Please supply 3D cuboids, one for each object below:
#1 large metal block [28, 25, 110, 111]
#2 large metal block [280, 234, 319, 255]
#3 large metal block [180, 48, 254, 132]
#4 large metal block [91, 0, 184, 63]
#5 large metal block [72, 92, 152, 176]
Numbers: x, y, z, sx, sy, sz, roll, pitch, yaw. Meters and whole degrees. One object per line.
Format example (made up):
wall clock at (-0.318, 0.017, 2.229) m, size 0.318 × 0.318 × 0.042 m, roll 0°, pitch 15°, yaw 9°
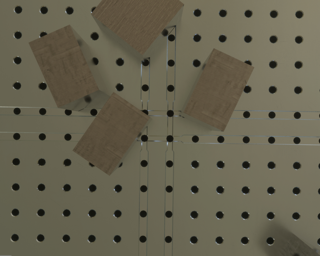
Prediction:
large metal block at (-0.107, -0.069, 0.385) m, size 0.050 × 0.080 × 0.080 m, roll -24°, pitch 90°, yaw 0°
large metal block at (0.205, 0.188, 0.387) m, size 0.080 × 0.080 × 0.050 m, roll 31°, pitch 90°, yaw 0°
large metal block at (0.066, -0.043, 0.386) m, size 0.050 × 0.080 × 0.080 m, roll 25°, pitch 90°, yaw 0°
large metal block at (-0.027, -0.144, 0.401) m, size 0.080 × 0.050 × 0.080 m, roll 39°, pitch 90°, yaw 0°
large metal block at (-0.054, 0.006, 0.386) m, size 0.050 × 0.080 × 0.080 m, roll 35°, pitch 90°, yaw 0°
